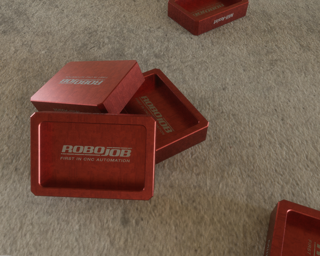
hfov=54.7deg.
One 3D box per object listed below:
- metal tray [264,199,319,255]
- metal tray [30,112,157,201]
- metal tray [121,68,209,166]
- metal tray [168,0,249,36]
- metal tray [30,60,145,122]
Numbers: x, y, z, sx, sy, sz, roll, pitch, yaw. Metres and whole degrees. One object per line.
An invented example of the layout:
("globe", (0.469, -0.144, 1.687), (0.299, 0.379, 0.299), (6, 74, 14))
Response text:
("metal tray", (0.142, 0.140, 0.283), (0.090, 0.030, 0.130), (17, 52, 13))
("metal tray", (-0.071, 0.029, 0.339), (0.131, 0.089, 0.030), (2, 6, 1))
("metal tray", (-0.008, -0.020, 0.416), (0.091, 0.030, 0.130), (-24, 54, -20))
("metal tray", (0.092, -0.230, 0.594), (0.131, 0.030, 0.090), (-28, 56, -22))
("metal tray", (-0.097, -0.052, 0.413), (0.130, 0.030, 0.090), (6, 48, 32))
